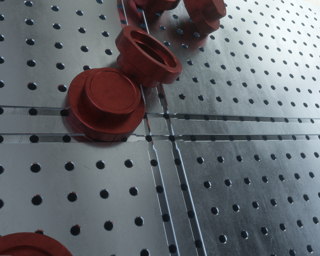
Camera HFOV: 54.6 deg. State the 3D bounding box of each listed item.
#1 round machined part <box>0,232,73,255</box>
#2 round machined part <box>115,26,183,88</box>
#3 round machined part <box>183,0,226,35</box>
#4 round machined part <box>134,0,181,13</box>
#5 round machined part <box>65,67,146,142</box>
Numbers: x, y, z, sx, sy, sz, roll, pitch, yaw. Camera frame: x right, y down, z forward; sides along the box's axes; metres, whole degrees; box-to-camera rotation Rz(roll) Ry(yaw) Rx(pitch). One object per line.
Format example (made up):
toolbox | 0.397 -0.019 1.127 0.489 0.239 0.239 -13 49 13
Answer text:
round machined part | -0.116 0.139 0.250 0.099 0.042 0.098 13 56 -21
round machined part | -0.020 -0.093 0.427 0.098 0.042 0.098 31 28 -18
round machined part | 0.083 -0.220 0.550 0.098 0.042 0.098 31 50 -44
round machined part | -0.011 -0.239 0.536 0.099 0.042 0.098 14 56 -21
round machined part | -0.063 -0.036 0.385 0.099 0.042 0.098 13 56 -21
